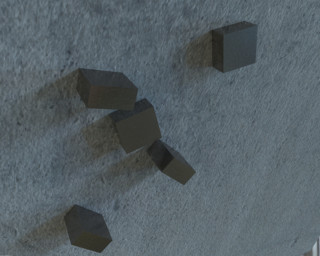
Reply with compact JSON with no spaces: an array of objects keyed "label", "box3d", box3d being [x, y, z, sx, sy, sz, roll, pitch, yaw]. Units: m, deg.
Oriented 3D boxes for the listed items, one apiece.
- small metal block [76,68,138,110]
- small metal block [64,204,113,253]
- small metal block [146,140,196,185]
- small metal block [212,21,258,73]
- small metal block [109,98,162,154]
[{"label":"small metal block","box3d":[-0.058,-0.042,0.334,0.050,0.050,0.025,1,118,-29]},{"label":"small metal block","box3d":[-0.099,0.137,0.423,0.025,0.050,0.050,-48,129,5]},{"label":"small metal block","box3d":[0.015,0.047,0.430,0.025,0.050,0.050,-49,129,6]},{"label":"small metal block","box3d":[0.095,-0.104,0.397,0.050,0.025,0.050,-20,126,-17]},{"label":"small metal block","box3d":[-0.030,-0.002,0.390,0.050,0.025,0.050,-25,128,-13]}]
